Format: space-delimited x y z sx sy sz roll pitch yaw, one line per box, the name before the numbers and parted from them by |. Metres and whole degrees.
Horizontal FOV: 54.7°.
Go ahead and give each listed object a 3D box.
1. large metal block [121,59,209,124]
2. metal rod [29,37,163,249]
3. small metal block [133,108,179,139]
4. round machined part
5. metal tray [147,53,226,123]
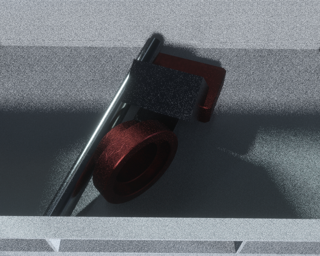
large metal block | 0.010 -0.041 0.375 0.080 0.080 0.050 17 93 13
metal rod | -0.063 -0.004 0.381 0.025 0.025 0.300 17 60 13
small metal block | -0.005 0.007 0.383 0.050 0.050 0.025 17 52 13
round machined part | -0.031 0.031 0.332 0.099 0.097 0.042 -34 58 -25
metal tray | 0.022 -0.065 0.457 0.130 0.030 0.090 17 52 13
